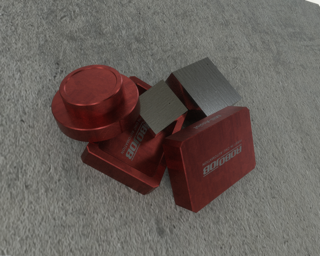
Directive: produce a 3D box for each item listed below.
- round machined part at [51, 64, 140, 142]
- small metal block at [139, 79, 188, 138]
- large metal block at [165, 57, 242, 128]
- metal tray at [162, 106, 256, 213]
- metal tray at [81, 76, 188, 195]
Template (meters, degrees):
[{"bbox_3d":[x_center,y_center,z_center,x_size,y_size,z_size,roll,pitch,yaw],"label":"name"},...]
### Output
[{"bbox_3d":[-0.073,-0.035,0.349,0.099,0.042,0.098,-2,48,3],"label":"round machined part"},{"bbox_3d":[-0.002,-0.024,0.390,0.050,0.025,0.050,-38,85,-11],"label":"small metal block"},{"bbox_3d":[0.057,-0.047,0.449,0.081,0.050,0.080,-30,79,-38],"label":"large metal block"},{"bbox_3d":[0.067,0.034,0.388,0.131,0.030,0.089,-25,112,-36],"label":"metal tray"},{"bbox_3d":[-0.026,0.005,0.384,0.090,0.030,0.130,31,52,-9],"label":"metal tray"}]
